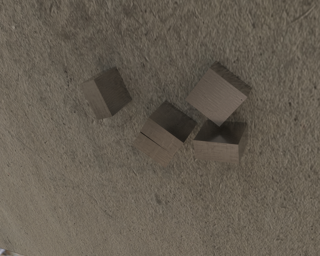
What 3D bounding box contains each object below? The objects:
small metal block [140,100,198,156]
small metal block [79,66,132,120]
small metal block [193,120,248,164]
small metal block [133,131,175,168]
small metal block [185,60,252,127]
[{"bbox_3d":[0.012,-0.001,0.384,0.050,0.050,0.025,36,129,4],"label":"small metal block"},{"bbox_3d":[-0.068,-0.045,0.399,0.025,0.050,0.050,-11,113,33],"label":"small metal block"},{"bbox_3d":[0.072,0.014,0.362,0.050,0.050,0.025,5,121,25],"label":"small metal block"},{"bbox_3d":[0.002,0.015,0.399,0.050,0.050,0.025,35,129,5],"label":"small metal block"},{"bbox_3d":[0.065,-0.038,0.349,0.050,0.025,0.050,38,129,2],"label":"small metal block"}]
